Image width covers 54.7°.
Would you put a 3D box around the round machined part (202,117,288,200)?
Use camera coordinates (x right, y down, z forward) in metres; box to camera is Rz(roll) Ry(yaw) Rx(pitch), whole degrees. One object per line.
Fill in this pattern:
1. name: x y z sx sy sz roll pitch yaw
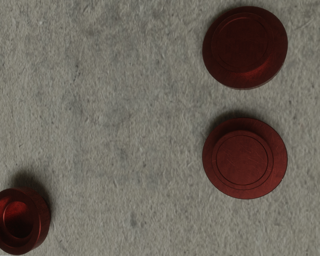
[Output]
1. round machined part: 0.098 0.036 0.365 0.098 0.042 0.097 0 90 19

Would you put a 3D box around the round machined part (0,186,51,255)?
1. round machined part: -0.207 0.137 0.471 0.098 0.042 0.097 0 90 19

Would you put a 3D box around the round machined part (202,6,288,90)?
1. round machined part: 0.098 -0.095 0.365 0.098 0.042 0.097 0 90 19
